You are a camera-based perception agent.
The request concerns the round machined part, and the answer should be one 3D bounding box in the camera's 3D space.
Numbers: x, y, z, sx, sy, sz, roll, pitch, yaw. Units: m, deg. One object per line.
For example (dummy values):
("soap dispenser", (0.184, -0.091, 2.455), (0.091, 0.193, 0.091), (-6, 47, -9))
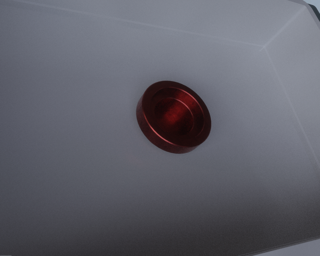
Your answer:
("round machined part", (0.014, -0.010, 0.406), (0.099, 0.042, 0.098), (14, 56, -21))
